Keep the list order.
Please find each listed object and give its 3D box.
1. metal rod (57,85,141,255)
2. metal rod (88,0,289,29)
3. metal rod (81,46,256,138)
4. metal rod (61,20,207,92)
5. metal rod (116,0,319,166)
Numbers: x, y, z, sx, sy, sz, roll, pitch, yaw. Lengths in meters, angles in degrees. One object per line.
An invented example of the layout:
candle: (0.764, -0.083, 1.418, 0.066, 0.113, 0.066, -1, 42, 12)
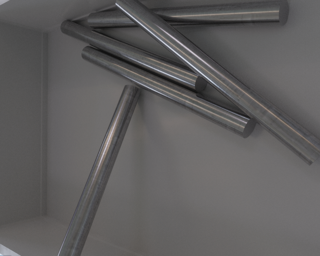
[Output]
metal rod: (-0.082, 0.078, 0.387, 0.025, 0.025, 0.300, -1, 61, 40)
metal rod: (0.009, -0.142, 0.399, 0.300, 0.025, 0.025, 14, 99, 39)
metal rod: (-0.011, -0.061, 0.415, 0.300, 0.025, 0.025, 30, 109, 36)
metal rod: (-0.056, -0.115, 0.453, 0.300, 0.025, 0.025, 30, 109, 36)
metal rod: (0.050, -0.070, 0.346, 0.300, 0.025, 0.025, 45, 117, 24)
